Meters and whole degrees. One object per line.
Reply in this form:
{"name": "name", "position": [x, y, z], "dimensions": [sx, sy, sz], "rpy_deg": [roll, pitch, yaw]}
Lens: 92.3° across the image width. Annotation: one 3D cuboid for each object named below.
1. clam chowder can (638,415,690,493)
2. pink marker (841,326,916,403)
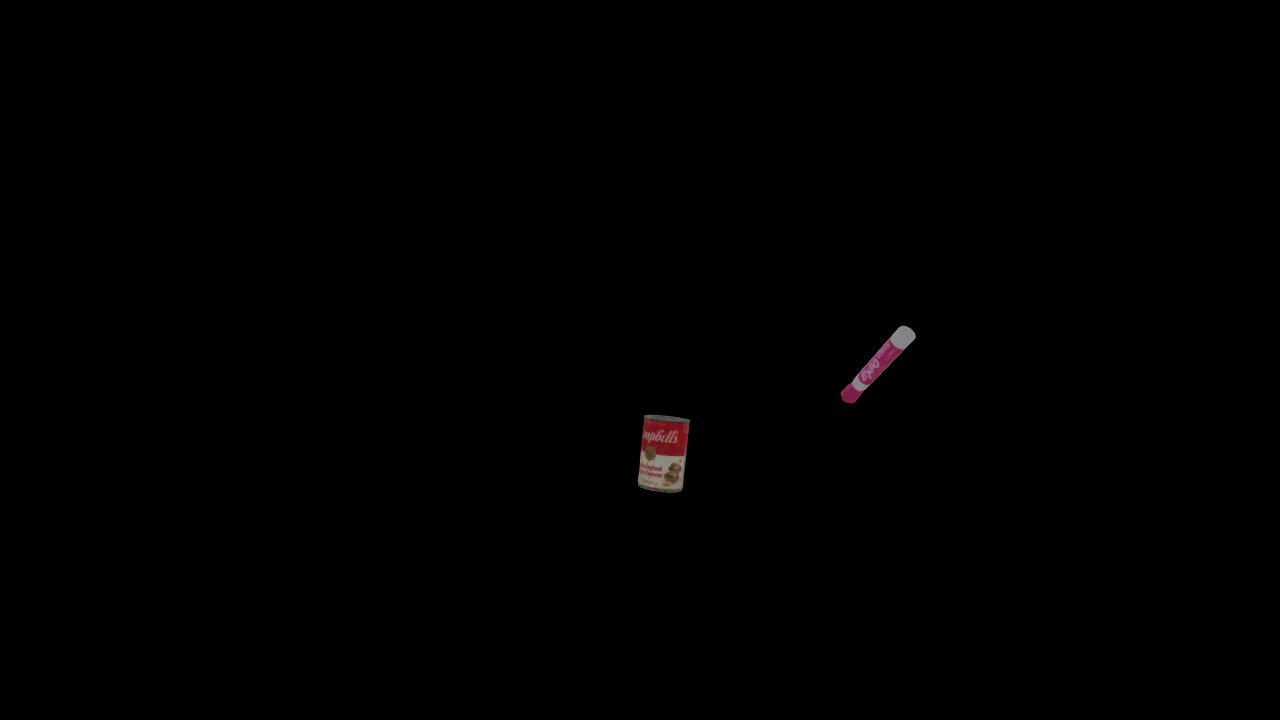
{"name": "clam chowder can", "position": [0.034, 0.133, 0.886], "dimensions": [0.068, 0.102, 0.068], "rpy_deg": [6, 0, 0]}
{"name": "pink marker", "position": [0.248, 0.009, 0.650], "dimensions": [0.020, 0.020, 0.121], "rpy_deg": [0, -37, -18]}
